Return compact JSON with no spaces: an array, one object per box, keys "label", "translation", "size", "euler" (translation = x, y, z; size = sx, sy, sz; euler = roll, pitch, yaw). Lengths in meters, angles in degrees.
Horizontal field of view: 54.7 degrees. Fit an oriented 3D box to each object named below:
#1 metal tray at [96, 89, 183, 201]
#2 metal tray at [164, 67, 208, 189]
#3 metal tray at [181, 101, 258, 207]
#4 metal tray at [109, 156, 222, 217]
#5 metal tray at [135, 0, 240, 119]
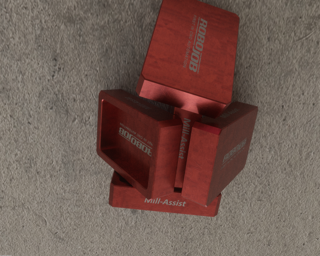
[{"label":"metal tray","translation":[-0.031,0.013,0.364],"size":[0.030,0.130,0.089],"euler":[-9,115,-36]},{"label":"metal tray","translation":[0.026,-0.004,0.375],"size":[0.030,0.090,0.129],"euler":[7,110,-3]},{"label":"metal tray","translation":[0.075,0.024,0.368],"size":[0.030,0.131,0.089],"euler":[18,113,29]},{"label":"metal tray","translation":[0.006,0.070,0.402],"size":[0.131,0.090,0.030],"euler":[7,110,-3]},{"label":"metal tray","translation":[0.034,-0.082,0.332],"size":[0.091,0.130,0.030],"euler":[17,150,-7]}]
